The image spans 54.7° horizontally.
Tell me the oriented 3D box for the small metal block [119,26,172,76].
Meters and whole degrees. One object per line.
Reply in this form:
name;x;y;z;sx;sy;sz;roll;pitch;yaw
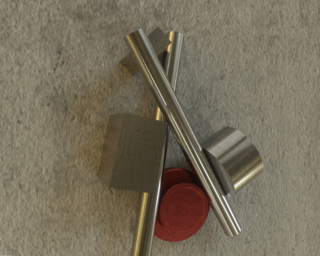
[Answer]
small metal block;-0.019;-0.095;0.390;0.050;0.050;0.025;-47;105;-14

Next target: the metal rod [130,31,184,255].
metal rod;-0.002;0.020;0.394;0.025;0.025;0.299;13;80;-20

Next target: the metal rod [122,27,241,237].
metal rod;0.037;0.020;0.388;0.025;0.025;0.299;-34;110;-17

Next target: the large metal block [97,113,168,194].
large metal block;-0.036;0.027;0.369;0.050;0.080;0.080;13;86;-20

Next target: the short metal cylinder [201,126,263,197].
short metal cylinder;0.090;0.044;0.416;0.050;0.080;0.080;-34;101;-17

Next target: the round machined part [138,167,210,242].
round machined part;0.024;0.103;0.412;0.099;0.042;0.097;0;90;-21
